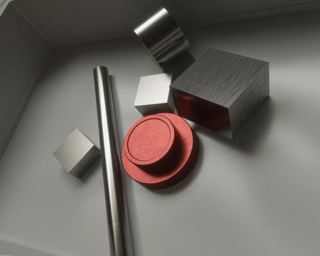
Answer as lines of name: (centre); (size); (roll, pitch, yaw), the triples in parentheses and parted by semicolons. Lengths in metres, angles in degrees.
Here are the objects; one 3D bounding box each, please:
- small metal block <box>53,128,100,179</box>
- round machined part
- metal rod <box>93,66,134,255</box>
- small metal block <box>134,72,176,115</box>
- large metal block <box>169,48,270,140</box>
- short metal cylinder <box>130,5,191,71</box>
small metal block: (-0.117, 0.036, 0.443); (0.050, 0.025, 0.050); (-49, 52, -6)
round machined part: (-0.005, 0.022, 0.383); (0.098, 0.042, 0.098); (-13, 56, 20)
metal rod: (-0.069, 0.025, 0.424); (0.025, 0.025, 0.299); (-23, 53, 14)
small metal block: (-0.004, -0.048, 0.436); (0.050, 0.025, 0.050); (-4, 60, 26)
large metal block: (0.072, -0.044, 0.366); (0.080, 0.050, 0.080); (26, 61, 36)
short metal cylinder: (0.001, -0.128, 0.447); (0.050, 0.080, 0.080); (-37, 51, 4)
